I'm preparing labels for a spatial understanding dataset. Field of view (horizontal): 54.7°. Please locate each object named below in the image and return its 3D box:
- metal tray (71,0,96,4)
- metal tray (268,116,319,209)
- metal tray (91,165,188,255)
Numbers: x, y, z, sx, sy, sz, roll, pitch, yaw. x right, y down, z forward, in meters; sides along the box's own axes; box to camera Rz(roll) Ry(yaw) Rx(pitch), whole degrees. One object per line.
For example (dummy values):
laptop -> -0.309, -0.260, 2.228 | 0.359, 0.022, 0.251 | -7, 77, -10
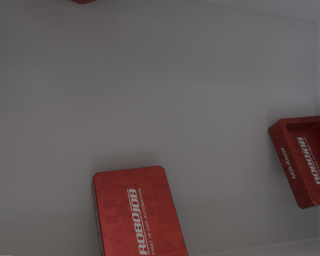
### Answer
metal tray -> -0.071, -0.168, 0.313 | 0.091, 0.130, 0.030 | 1, 90, -54
metal tray -> 0.227, 0.047, 0.462 | 0.091, 0.030, 0.130 | -5, 65, -20
metal tray -> -0.026, 0.112, 0.363 | 0.091, 0.030, 0.130 | -4, 58, -21
